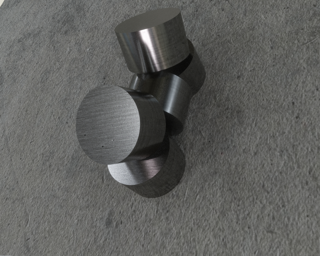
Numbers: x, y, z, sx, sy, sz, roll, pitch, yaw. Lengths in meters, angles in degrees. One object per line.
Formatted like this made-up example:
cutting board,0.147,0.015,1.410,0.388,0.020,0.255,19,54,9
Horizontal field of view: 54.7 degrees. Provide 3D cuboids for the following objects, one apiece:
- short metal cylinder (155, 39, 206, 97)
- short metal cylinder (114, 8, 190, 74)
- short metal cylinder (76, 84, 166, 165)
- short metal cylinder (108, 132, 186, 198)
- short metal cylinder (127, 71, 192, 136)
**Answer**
short metal cylinder,0.018,-0.080,0.430,0.080,0.050,0.080,-13,56,21
short metal cylinder,-0.009,-0.107,0.376,0.080,0.050,0.080,-13,32,9
short metal cylinder,-0.041,-0.003,0.328,0.080,0.050,0.080,0,89,29
short metal cylinder,-0.015,0.039,0.374,0.080,0.050,0.080,-13,56,21
short metal cylinder,-0.004,-0.030,0.391,0.080,0.080,0.050,2,63,29
